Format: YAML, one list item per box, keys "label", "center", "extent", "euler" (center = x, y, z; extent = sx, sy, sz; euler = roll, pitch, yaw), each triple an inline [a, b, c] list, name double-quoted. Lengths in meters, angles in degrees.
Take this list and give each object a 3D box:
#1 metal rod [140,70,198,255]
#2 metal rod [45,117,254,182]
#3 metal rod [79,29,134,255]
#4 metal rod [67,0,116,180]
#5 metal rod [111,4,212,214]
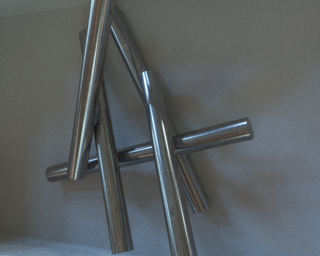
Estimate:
- label: "metal rod"
  center: [0.012, 0.066, 0.328]
  extent: [0.025, 0.025, 0.299]
  euler: [-20, 62, 18]
- label: "metal rod"
  center: [-0.033, 0.035, 0.400]
  extent: [0.300, 0.025, 0.025]
  euler: [-15, 85, 26]
- label: "metal rod"
  center: [-0.073, 0.003, 0.399]
  extent: [0.025, 0.025, 0.299]
  euler: [-19, 70, 18]
- label: "metal rod"
  center: [-0.076, -0.070, 0.352]
  extent: [0.025, 0.025, 0.298]
  euler: [23, 115, 18]
- label: "metal rod"
  center: [-0.008, -0.031, 0.412]
  extent: [0.025, 0.025, 0.299]
  euler: [-27, 81, 17]
